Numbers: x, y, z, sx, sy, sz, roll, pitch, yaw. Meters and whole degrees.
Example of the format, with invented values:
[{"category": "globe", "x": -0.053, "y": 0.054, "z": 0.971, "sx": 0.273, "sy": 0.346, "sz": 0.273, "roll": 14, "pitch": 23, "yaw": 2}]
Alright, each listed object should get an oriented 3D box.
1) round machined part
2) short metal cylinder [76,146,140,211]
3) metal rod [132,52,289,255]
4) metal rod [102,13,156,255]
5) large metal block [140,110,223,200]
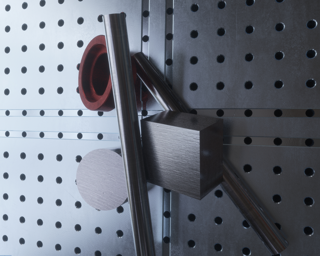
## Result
[{"category": "round machined part", "x": -0.067, "y": -0.070, "z": 0.411, "sx": 0.098, "sy": 0.042, "sz": 0.097, "roll": -5, "pitch": 83, "yaw": 50}, {"category": "short metal cylinder", "x": -0.065, "y": 0.066, "z": 0.421, "sx": 0.080, "sy": 0.050, "sz": 0.079, "roll": 0, "pitch": 90, "yaw": 19}, {"category": "metal rod", "x": 0.054, "y": 0.023, "z": 0.393, "sx": 0.025, "sy": 0.025, "sz": 0.299, "roll": -40, "pitch": 78, "yaw": 15}, {"category": "metal rod", "x": -0.034, "y": 0.022, "z": 0.366, "sx": 0.025, "sy": 0.025, "sz": 0.298, "roll": -3, "pitch": 100, "yaw": 19}, {"category": "large metal block", "x": 0.026, "y": 0.028, "z": 0.366, "sx": 0.080, "sy": 0.050, "sz": 0.079, "roll": 11, "pitch": 113, "yaw": 37}]
